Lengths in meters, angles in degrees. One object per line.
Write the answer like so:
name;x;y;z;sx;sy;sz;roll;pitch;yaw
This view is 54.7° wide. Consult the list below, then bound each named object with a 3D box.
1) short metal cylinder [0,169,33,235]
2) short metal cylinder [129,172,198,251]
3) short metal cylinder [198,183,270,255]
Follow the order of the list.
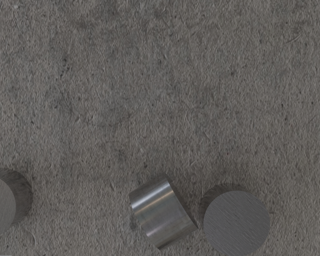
short metal cylinder;-0.213;0.095;0.396;0.081;0.050;0.080;0;90;0
short metal cylinder;0.005;0.101;0.382;0.050;0.080;0.080;-32;90;0
short metal cylinder;0.093;0.115;0.398;0.081;0.050;0.080;0;90;0
